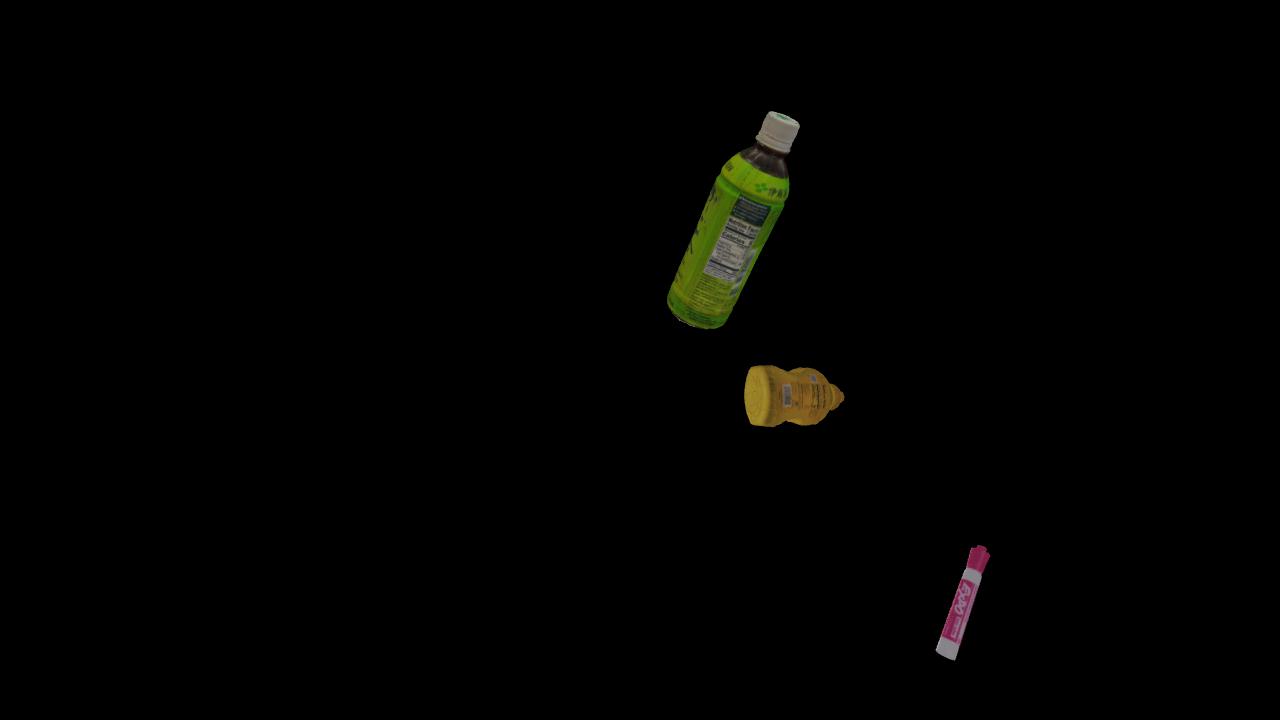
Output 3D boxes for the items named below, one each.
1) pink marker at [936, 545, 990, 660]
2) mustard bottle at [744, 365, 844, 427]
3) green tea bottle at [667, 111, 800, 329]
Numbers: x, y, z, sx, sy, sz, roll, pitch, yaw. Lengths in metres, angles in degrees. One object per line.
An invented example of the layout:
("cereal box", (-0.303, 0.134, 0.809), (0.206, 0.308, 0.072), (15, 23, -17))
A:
("pink marker", (0.337, 0.249, 0.640), (0.020, 0.121, 0.020), (27, -18, 9))
("mustard bottle", (0.245, 0.056, 0.942), (0.184, 0.092, 0.054), (3, -11, -31))
("green tea bottle", (0.092, -0.129, 0.592), (0.073, 0.212, 0.073), (16, 37, -12))
